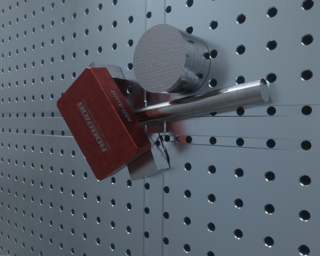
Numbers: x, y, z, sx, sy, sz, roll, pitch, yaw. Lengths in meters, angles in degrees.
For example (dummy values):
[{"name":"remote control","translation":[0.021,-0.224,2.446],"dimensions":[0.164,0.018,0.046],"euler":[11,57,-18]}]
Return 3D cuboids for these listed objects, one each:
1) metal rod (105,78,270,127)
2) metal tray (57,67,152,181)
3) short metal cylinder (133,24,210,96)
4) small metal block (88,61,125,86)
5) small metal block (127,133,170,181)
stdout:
[{"name":"metal rod","translation":[-0.007,-0.019,0.413],"dimensions":[0.300,0.025,0.025],"euler":[-10,84,39]},{"name":"metal tray","translation":[-0.079,-0.006,0.418],"dimensions":[0.090,0.030,0.130],"euler":[-37,79,34]},{"name":"short metal cylinder","translation":[0.013,-0.081,0.379],"dimensions":[0.080,0.050,0.079],"euler":[0,90,39]},{"name":"small metal block","translation":[-0.090,-0.071,0.464],"dimensions":[0.050,0.050,0.025],"euler":[-39,67,33]},{"name":"small metal block","translation":[-0.021,0.040,0.423],"dimensions":[0.050,0.025,0.050],"euler":[-29,72,36]}]
